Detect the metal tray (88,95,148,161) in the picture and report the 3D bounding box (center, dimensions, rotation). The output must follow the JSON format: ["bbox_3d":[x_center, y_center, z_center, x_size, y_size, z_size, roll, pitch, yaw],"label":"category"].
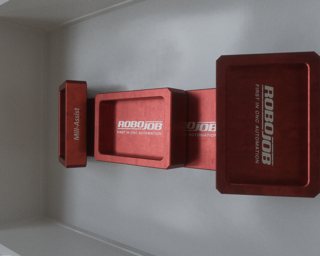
[{"bbox_3d":[-0.057,-0.001,0.450,0.130,0.030,0.089,0,90,40],"label":"metal tray"}]

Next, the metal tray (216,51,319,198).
[{"bbox_3d":[0.099,-0.003,0.294,0.090,0.030,0.129,0,90,11],"label":"metal tray"}]

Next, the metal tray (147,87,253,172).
[{"bbox_3d":[0.042,0.001,0.367,0.130,0.030,0.089,0,90,40],"label":"metal tray"}]

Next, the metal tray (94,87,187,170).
[{"bbox_3d":[-0.029,0.000,0.386,0.130,0.030,0.089,1,90,40],"label":"metal tray"}]

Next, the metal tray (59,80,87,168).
[{"bbox_3d":[-0.141,-0.006,0.495,0.090,0.030,0.129,-179,89,-65],"label":"metal tray"}]
